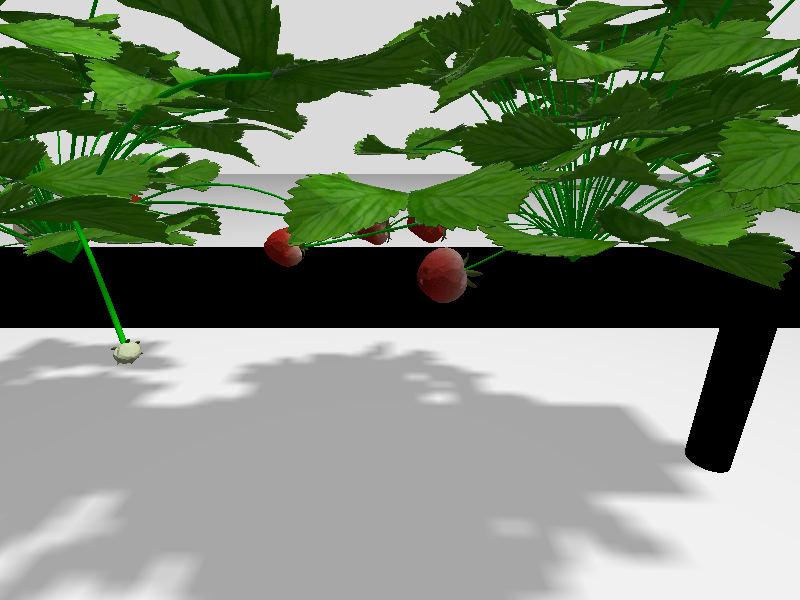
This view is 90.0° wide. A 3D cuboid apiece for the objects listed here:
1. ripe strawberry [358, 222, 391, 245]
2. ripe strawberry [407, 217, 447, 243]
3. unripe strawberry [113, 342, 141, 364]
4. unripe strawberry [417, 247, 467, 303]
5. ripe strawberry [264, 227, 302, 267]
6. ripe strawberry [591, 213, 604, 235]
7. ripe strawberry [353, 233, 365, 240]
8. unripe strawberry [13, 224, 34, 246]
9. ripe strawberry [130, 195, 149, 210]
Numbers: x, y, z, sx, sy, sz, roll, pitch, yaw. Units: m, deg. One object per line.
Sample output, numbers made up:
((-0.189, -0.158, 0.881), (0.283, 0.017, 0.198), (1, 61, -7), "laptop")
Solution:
((-0.028, -0.074, 0.423), (0.033, 0.033, 0.036), (1, 18, 23), "ripe strawberry")
((0.030, -0.084, 0.437), (0.043, 0.043, 0.047), (13, 23, 34), "ripe strawberry")
((-0.123, 0.024, 0.180), (0.011, 0.010, 0.010), (-17, 26, -40), "unripe strawberry")
((0.025, -0.015, 0.250), (0.033, 0.034, 0.030), (-16, 25, -37), "unripe strawberry")
((-0.098, -0.045, 0.339), (0.031, 0.033, 0.029), (-2, 19, -3), "ripe strawberry")
((0.248, -0.095, 0.493), (0.027, 0.028, 0.029), (12, 15, 31), "ripe strawberry")
((-0.035, -0.089, 0.452), (0.041, 0.041, 0.045), (-7, 20, -21), "ripe strawberry")
((-0.374, -0.071, 0.411), (0.040, 0.039, 0.037), (14, 24, 36), "unripe strawberry")
((-0.373, -0.125, 0.560), (0.042, 0.044, 0.045), (-7, 18, -18), "ripe strawberry")
